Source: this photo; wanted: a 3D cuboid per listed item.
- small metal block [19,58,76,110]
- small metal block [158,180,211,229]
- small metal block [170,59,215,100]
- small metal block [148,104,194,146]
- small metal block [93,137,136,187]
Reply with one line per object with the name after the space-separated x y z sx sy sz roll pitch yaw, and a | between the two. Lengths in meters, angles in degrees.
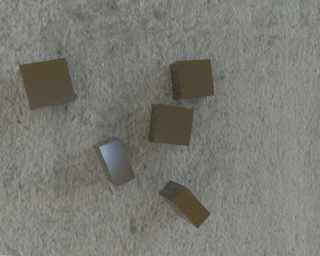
-0.130 -0.051 0.361 0.050 0.025 0.050 -15 95 -20 | small metal block
0.031 0.100 0.409 0.025 0.050 0.050 -45 104 -15 | small metal block
0.044 -0.066 0.427 0.050 0.025 0.050 -8 93 -20 | small metal block
0.014 -0.004 0.415 0.050 0.025 0.050 8 88 -20 | small metal block
-0.057 0.040 0.376 0.025 0.050 0.050 -24 98 -19 | small metal block
